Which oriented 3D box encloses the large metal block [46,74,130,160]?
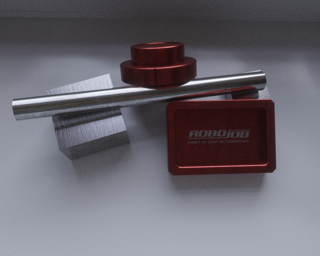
[{"bbox_3d":[-0.090,-0.013,0.398,0.081,0.050,0.080,-17,71,-7],"label":"large metal block"}]

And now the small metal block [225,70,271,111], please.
[{"bbox_3d":[0.119,-0.048,0.427,0.050,0.025,0.050,-11,71,-4],"label":"small metal block"}]

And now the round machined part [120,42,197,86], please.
[{"bbox_3d":[-0.002,-0.086,0.399,0.099,0.098,0.042,-4,111,-2],"label":"round machined part"}]

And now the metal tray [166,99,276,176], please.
[{"bbox_3d":[0.074,0.011,0.387,0.131,0.030,0.089,-1,89,-2],"label":"metal tray"}]

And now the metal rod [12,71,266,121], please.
[{"bbox_3d":[-0.014,-0.041,0.375,0.302,0.025,0.025,-8,70,-11],"label":"metal rod"}]
